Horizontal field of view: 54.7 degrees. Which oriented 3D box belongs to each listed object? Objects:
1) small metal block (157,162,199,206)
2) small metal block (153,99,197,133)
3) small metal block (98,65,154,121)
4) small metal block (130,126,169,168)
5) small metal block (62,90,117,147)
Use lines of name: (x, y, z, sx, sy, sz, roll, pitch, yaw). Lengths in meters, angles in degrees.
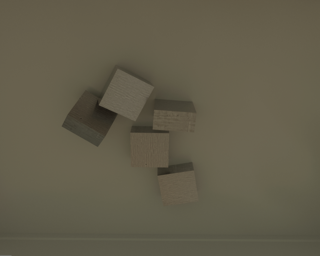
small metal block: (0.026, 0.080, 0.441, 0.050, 0.025, 0.050, -9, 110, 3)
small metal block: (0.017, -0.017, 0.392, 0.050, 0.050, 0.025, 4, 110, -2)
small metal block: (-0.043, -0.044, 0.388, 0.050, 0.025, 0.050, 24, 104, -22)
small metal block: (-0.014, 0.025, 0.420, 0.050, 0.025, 0.050, 1, 110, -1)
small metal block: (-0.086, -0.012, 0.389, 0.050, 0.050, 0.025, 32, 134, -11)
